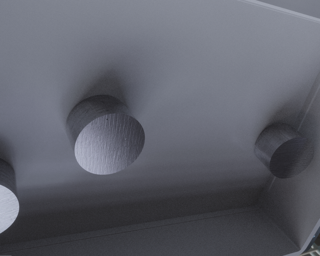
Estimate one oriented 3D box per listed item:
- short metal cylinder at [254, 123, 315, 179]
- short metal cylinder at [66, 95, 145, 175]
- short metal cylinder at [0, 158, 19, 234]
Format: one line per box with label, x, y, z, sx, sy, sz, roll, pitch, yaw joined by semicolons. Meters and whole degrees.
short metal cylinder;0.209;0.038;0.523;0.081;0.050;0.079;-7;119;-12
short metal cylinder;-0.065;0.007;0.363;0.081;0.050;0.079;-14;124;-21
short metal cylinder;-0.197;0.074;0.331;0.081;0.050;0.079;-14;125;-21
